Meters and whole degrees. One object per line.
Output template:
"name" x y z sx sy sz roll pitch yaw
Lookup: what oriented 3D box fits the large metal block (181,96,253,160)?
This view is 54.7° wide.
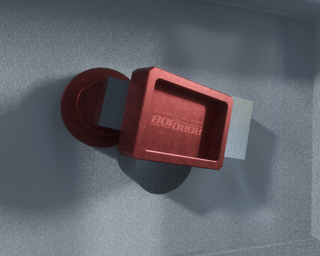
"large metal block" 0.073 -0.004 0.423 0.081 0.050 0.080 11 87 -20

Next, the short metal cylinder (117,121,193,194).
"short metal cylinder" -0.006 0.035 0.382 0.081 0.050 0.079 -9 108 -30

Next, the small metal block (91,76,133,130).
"small metal block" -0.052 -0.025 0.332 0.025 0.050 0.050 13 86 -20

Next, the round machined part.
"round machined part" -0.068 -0.025 0.375 0.099 0.042 0.097 0 90 -21

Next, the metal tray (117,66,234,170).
"metal tray" 0.023 -0.005 0.341 0.131 0.030 0.090 13 86 -39
